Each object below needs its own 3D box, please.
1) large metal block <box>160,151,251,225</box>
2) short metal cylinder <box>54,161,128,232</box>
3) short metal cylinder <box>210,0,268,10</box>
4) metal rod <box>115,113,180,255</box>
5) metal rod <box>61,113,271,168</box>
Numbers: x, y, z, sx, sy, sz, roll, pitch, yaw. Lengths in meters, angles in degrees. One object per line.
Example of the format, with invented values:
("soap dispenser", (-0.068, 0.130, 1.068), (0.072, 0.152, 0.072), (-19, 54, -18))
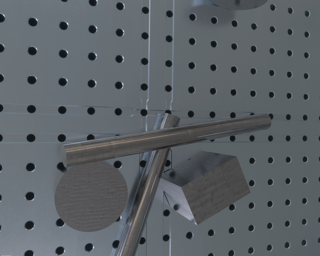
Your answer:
("large metal block", (0.054, 0.073, 0.404), (0.081, 0.080, 0.050), (-25, 99, -18))
("short metal cylinder", (-0.084, 0.076, 0.369), (0.081, 0.050, 0.079), (0, 90, -20))
("short metal cylinder", (0.110, -0.203, 0.424), (0.081, 0.080, 0.050), (9, 87, -20))
("metal rod", (-0.032, 0.124, 0.401), (0.025, 0.025, 0.299), (21, 83, -19))
("metal rod", (0.030, 0.009, 0.398), (0.303, 0.025, 0.025), (-9, 93, -29))
